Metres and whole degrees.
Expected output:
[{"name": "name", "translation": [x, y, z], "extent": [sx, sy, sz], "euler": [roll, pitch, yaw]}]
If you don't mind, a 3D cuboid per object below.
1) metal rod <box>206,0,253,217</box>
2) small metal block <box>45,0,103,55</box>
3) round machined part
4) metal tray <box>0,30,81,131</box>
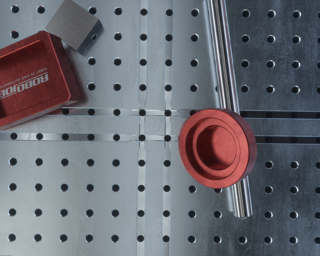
[{"name": "metal rod", "translation": [0.092, -0.032, 0.414], "extent": [0.025, 0.025, 0.298], "euler": [-7, 90, 0]}, {"name": "small metal block", "translation": [-0.114, -0.135, 0.412], "extent": [0.050, 0.025, 0.050], "euler": [35, 90, -1]}, {"name": "round machined part", "translation": [0.076, 0.023, 0.389], "extent": [0.098, 0.042, 0.097], "euler": [6, 99, 41]}, {"name": "metal tray", "translation": [-0.178, -0.057, 0.395], "extent": [0.130, 0.030, 0.090], "euler": [-19, 90, 11]}]
